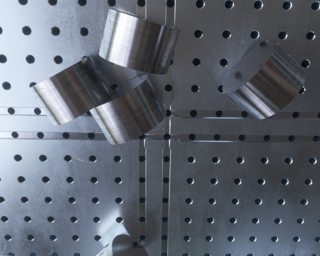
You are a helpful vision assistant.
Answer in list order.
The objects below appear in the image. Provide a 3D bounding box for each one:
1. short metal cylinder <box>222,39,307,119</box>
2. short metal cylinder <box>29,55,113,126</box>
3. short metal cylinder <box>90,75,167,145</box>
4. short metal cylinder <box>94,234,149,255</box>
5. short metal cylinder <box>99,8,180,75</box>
[{"bbox_3d":[0.121,-0.057,0.365,0.050,0.080,0.080,38,105,-13],"label":"short metal cylinder"},{"bbox_3d":[-0.104,-0.045,0.366,0.080,0.080,0.050,-26,108,9],"label":"short metal cylinder"},{"bbox_3d":[-0.039,-0.023,0.375,0.080,0.080,0.050,-25,109,8],"label":"short metal cylinder"},{"bbox_3d":[-0.057,0.208,0.460,0.080,0.080,0.050,41,105,-14],"label":"short metal cylinder"},{"bbox_3d":[-0.023,-0.097,0.348,0.080,0.080,0.050,15,109,-6],"label":"short metal cylinder"}]
